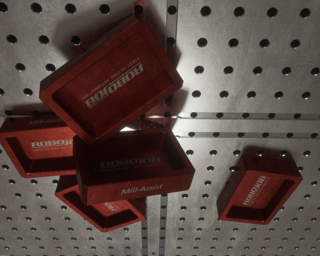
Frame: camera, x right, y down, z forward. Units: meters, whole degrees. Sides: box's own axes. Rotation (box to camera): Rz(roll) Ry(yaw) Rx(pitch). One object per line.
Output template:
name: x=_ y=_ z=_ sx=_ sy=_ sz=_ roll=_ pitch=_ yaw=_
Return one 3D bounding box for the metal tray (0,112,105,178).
metal tray: x=-0.140 y=0.025 z=0.427 sx=0.131 sy=0.030 sz=0.089 roll=-5 pitch=130 yaw=4

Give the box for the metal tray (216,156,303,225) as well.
metal tray: x=0.155 y=0.104 z=0.499 sx=0.091 sy=0.030 sz=0.129 roll=9 pitch=130 yaw=-8

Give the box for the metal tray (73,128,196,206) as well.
metal tray: x=-0.034 y=0.042 z=0.378 sx=0.131 sy=0.090 sz=0.030 roll=-4 pitch=127 yaw=-21

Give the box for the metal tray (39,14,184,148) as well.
metal tray: x=-0.051 y=-0.048 z=0.339 sx=0.130 sy=0.030 sz=0.090 roll=-35 pitch=124 yaw=3

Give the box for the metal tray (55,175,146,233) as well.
metal tray: x=-0.093 y=0.117 z=0.506 sx=0.090 sy=0.030 sz=0.130 roll=-23 pitch=127 yaw=18
